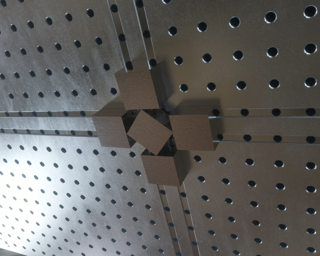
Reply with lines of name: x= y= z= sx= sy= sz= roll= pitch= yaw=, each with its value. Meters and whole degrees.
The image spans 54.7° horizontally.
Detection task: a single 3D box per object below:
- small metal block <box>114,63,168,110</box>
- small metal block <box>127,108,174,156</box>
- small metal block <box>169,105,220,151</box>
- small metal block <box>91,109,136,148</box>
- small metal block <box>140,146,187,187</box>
small metal block: x=-0.023 y=-0.051 z=0.390 sx=0.050 sy=0.025 sz=0.050 roll=-1 pitch=118 yaw=28
small metal block: x=-0.009 y=0.001 z=0.415 sx=0.050 sy=0.025 sz=0.050 roll=36 pitch=129 yaw=3
small metal block: x=0.044 y=0.000 z=0.387 sx=0.050 sy=0.025 sz=0.050 roll=0 pitch=119 yaw=28
small metal block: x=-0.063 y=0.000 z=0.443 sx=0.050 sy=0.025 sz=0.050 roll=1 pitch=119 yaw=27
small metal block: x=0.006 y=0.054 z=0.440 sx=0.050 sy=0.025 sz=0.050 roll=0 pitch=119 yaw=27
